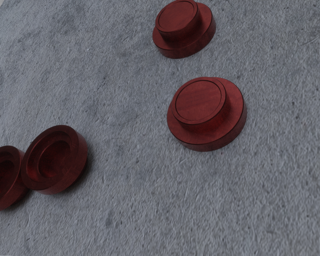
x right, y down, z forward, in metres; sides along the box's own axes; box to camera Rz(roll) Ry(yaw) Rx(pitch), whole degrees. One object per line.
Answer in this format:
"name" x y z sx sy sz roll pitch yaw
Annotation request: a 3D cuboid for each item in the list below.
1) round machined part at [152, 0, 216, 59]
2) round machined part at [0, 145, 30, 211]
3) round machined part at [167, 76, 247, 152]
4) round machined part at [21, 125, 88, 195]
"round machined part" 0.032 -0.157 0.473 0.098 0.042 0.098 -13 56 21
"round machined part" -0.233 0.079 0.467 0.098 0.042 0.098 -13 56 21
"round machined part" 0.053 -0.024 0.380 0.098 0.042 0.098 -13 56 21
"round machined part" -0.143 0.048 0.439 0.098 0.042 0.098 -13 56 21
